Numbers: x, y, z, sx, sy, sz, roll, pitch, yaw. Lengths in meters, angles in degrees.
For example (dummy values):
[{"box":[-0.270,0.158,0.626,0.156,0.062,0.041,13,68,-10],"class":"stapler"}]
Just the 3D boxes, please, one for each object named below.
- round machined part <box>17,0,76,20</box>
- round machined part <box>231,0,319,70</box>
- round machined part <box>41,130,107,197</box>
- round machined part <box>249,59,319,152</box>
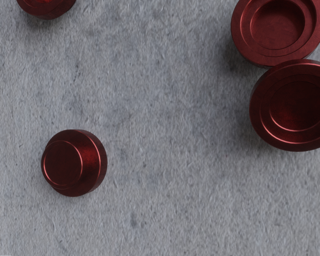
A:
[{"box":[-0.160,-0.207,0.455,0.098,0.042,0.097,0,90,19],"class":"round machined part"},{"box":[0.133,-0.115,0.353,0.098,0.042,0.097,0,90,19],"class":"round machined part"},{"box":[-0.129,0.051,0.444,0.098,0.042,0.097,0,90,19],"class":"round machined part"},{"box":[0.148,-0.026,0.336,0.098,0.042,0.097,6,116,13],"class":"round machined part"}]
